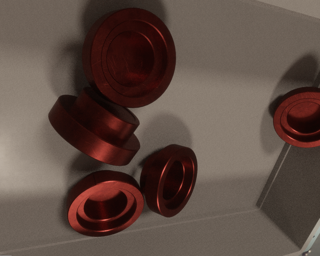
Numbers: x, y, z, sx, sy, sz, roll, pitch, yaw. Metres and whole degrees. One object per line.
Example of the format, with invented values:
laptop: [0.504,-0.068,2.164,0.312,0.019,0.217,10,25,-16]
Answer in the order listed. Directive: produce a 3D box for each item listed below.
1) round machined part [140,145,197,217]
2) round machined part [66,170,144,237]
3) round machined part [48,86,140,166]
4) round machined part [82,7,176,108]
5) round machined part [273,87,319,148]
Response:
round machined part: [0.009,0.070,0.430,0.099,0.042,0.097,-24,120,-50]
round machined part: [-0.074,0.095,0.413,0.099,0.042,0.097,-10,124,-15]
round machined part: [-0.061,-0.007,0.325,0.098,0.098,0.042,27,104,-38]
round machined part: [-0.035,-0.072,0.324,0.099,0.042,0.097,-11,109,-33]
round machined part: [0.233,-0.021,0.493,0.098,0.042,0.097,9,121,16]
